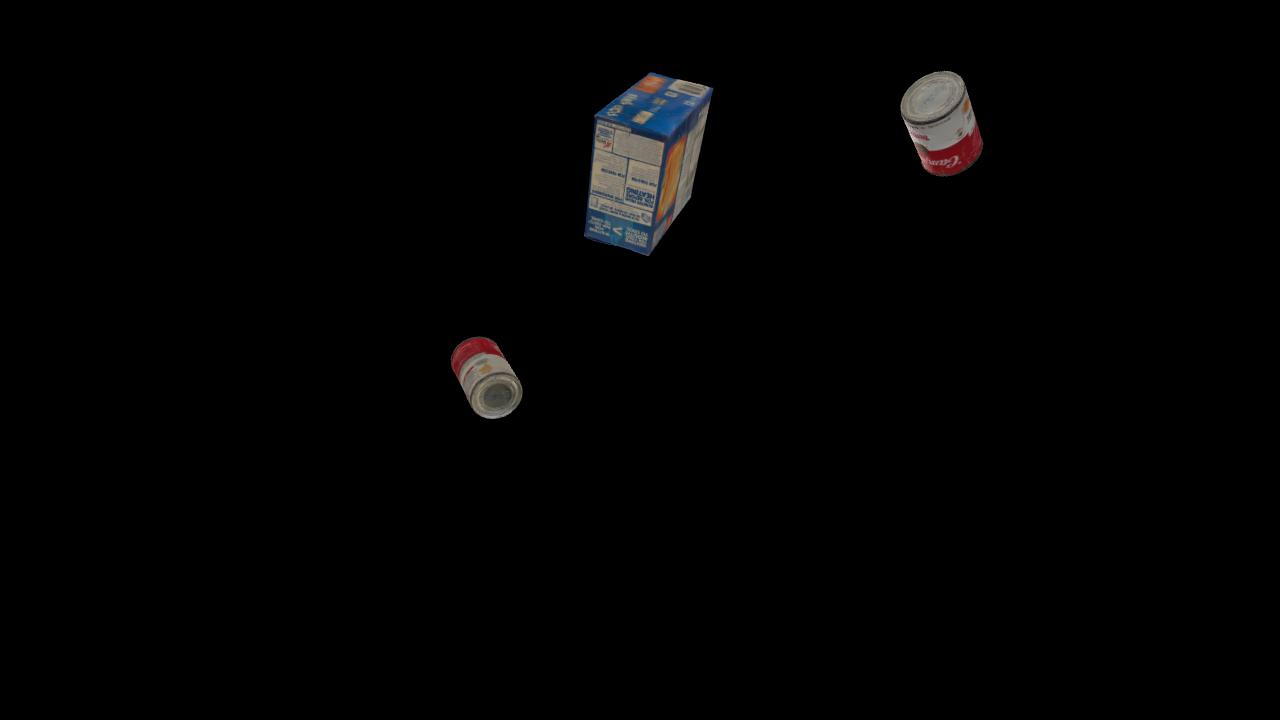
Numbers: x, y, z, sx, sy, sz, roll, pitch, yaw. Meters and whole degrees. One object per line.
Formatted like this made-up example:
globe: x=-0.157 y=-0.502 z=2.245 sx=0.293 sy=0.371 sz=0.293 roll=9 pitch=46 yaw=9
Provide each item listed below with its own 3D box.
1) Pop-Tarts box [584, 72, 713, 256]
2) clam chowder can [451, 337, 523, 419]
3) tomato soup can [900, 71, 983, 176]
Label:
Pop-Tarts box: x=0.010 y=-0.226 z=0.699 sx=0.083 sy=0.141 sz=0.167 roll=20 pitch=43 yaw=11
clam chowder can: x=-0.197 y=0.022 z=0.789 sx=0.068 sy=0.068 sz=0.102 roll=0 pitch=28 yaw=-31
tomato soup can: x=0.343 y=-0.266 z=0.698 sx=0.068 sy=0.068 sz=0.101 roll=0 pitch=-21 yaw=39
